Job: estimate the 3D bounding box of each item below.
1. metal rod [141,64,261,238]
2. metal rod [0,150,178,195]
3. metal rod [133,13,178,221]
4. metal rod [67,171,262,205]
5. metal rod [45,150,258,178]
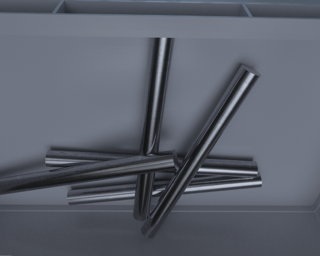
[{"bbox_3d":[0.043,0.050,0.424,0.025,0.025,0.298,19,120,-16],"label":"metal rod"},{"bbox_3d":[-0.123,0.066,0.428,0.301,0.025,0.025,-11,130,15],"label":"metal rod"},{"bbox_3d":[-0.012,0.011,0.393,0.025,0.025,0.298,5,124,-5],"label":"metal rod"},{"bbox_3d":[0.004,0.095,0.488,0.302,0.025,0.025,-6,130,5],"label":"metal rod"},{"bbox_3d":[-0.009,0.052,0.452,0.302,0.025,0.025,3,130,-4],"label":"metal rod"}]
